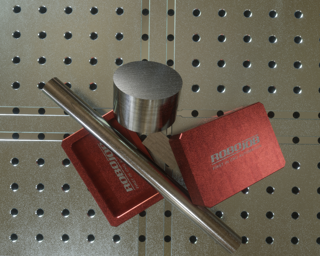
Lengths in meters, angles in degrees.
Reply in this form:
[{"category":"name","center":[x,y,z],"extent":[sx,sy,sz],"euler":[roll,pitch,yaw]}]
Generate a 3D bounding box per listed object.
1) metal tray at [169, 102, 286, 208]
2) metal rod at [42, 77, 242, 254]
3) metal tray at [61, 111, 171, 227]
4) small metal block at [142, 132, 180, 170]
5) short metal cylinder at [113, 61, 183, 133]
[{"category":"metal tray","center":[0.086,0.030,0.382],"extent":[0.131,0.030,0.090],"euler":[-21,90,-25]},{"category":"metal rod","center":[-0.021,0.046,0.379],"extent":[0.300,0.025,0.025],"euler":[41,90,-1]},{"category":"metal tray","center":[-0.055,0.050,0.406],"extent":[0.090,0.030,0.130],"euler":[-32,90,0]},{"category":"small metal block","center":[0.005,0.025,0.396],"extent":[0.050,0.050,0.025],"euler":[41,90,0]},{"category":"short metal cylinder","center":[-0.016,-0.039,0.376],"extent":[0.080,0.080,0.050],"euler":[8,132,0]}]
